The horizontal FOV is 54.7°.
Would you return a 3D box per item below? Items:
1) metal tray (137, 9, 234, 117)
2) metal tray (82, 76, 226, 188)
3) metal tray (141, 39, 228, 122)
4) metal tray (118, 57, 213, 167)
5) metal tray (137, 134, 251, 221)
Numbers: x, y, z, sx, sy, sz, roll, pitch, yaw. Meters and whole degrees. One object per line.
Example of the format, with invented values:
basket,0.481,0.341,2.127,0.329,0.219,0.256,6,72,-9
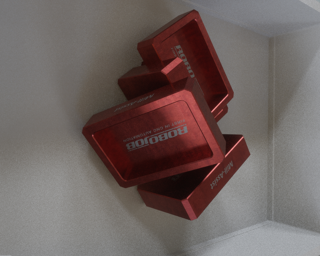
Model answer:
metal tray,0.038,-0.071,0.396,0.090,0.030,0.130,-44,116,-31
metal tray,-0.006,0.010,0.334,0.090,0.130,0.030,60,25,-23
metal tray,0.039,-0.055,0.438,0.090,0.030,0.130,-41,114,-31
metal tray,0.014,-0.015,0.374,0.030,0.090,0.130,-45,117,-31
metal tray,0.045,0.055,0.402,0.131,0.090,0.030,-40,115,-33
